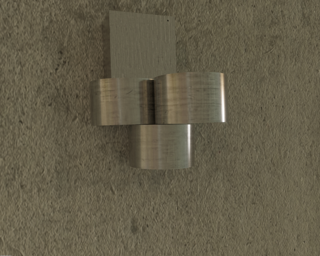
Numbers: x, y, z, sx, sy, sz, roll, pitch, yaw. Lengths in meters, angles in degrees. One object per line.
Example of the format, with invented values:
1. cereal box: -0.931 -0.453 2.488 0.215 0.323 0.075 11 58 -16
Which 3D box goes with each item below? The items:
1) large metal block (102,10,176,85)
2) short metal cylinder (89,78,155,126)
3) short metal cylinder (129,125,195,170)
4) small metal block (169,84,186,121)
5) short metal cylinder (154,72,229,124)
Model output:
1. large metal block: -0.027 -0.095 0.388 0.081 0.050 0.080 -2 91 -20
2. short metal cylinder: -0.041 -0.029 0.366 0.081 0.080 0.050 -2 91 -20
3. short metal cylinder: 0.002 0.021 0.383 0.081 0.080 0.050 0 90 -20
4. small metal block: 0.014 -0.030 0.405 0.025 0.050 0.050 1 90 -20
5. short metal cylinder: 0.034 -0.030 0.341 0.081 0.080 0.050 -2 91 -20
